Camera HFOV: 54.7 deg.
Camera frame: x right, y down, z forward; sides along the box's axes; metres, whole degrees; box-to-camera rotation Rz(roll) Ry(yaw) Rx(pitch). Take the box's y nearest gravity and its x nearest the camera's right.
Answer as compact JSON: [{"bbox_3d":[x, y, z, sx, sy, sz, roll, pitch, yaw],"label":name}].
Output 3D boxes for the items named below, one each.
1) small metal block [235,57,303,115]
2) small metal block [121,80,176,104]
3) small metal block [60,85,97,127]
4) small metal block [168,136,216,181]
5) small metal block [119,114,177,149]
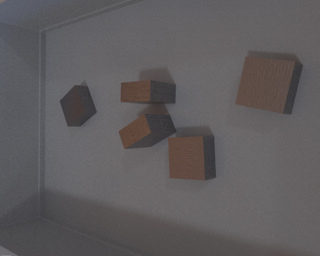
[{"bbox_3d":[0.110,-0.043,0.315,0.050,0.025,0.050,17,101,38],"label":"small metal block"},{"bbox_3d":[-0.015,-0.045,0.401,0.050,0.050,0.025,2,92,39],"label":"small metal block"},{"bbox_3d":[-0.137,-0.036,0.517,0.050,0.025,0.050,-35,69,34],"label":"small metal block"},{"bbox_3d":[0.038,0.035,0.374,0.050,0.025,0.050,-4,88,39],"label":"small metal block"},{"bbox_3d":[-0.016,0.005,0.402,0.050,0.050,0.025,-32,71,35],"label":"small metal block"}]
